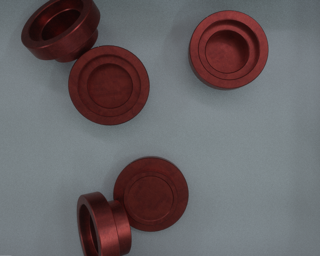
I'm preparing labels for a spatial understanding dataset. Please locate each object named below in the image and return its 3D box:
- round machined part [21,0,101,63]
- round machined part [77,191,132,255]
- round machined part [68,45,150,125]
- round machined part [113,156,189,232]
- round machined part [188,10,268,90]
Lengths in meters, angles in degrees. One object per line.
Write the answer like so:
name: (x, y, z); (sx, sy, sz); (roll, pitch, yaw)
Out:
round machined part: (-0.117, -0.120, 0.385); (0.098, 0.042, 0.098); (-12, 55, 17)
round machined part: (-0.068, 0.126, 0.381); (0.042, 0.098, 0.097); (-7, 90, -29)
round machined part: (-0.063, -0.054, 0.398); (0.099, 0.042, 0.097); (-1, 96, -5)
round machined part: (-0.012, 0.087, 0.403); (0.099, 0.042, 0.097); (0, 90, -1)
round machined part: (0.085, -0.098, 0.404); (0.099, 0.042, 0.097); (0, 90, -1)
